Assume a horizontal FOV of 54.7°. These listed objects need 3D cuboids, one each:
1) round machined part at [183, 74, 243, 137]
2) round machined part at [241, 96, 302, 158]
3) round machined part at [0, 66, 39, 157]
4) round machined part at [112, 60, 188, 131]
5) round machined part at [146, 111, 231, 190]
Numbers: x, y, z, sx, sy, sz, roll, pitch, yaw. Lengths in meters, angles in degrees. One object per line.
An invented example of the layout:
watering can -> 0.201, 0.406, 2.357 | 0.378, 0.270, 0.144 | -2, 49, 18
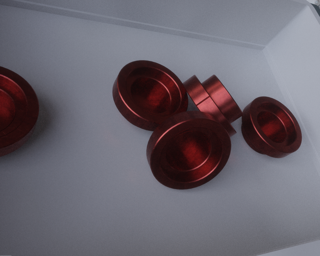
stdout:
round machined part -> 0.076, -0.034, 0.422 | 0.098, 0.042, 0.098 | 52, 11, -14
round machined part -> 0.167, 0.003, 0.483 | 0.099, 0.042, 0.098 | 14, 56, -21
round machined part -> -0.175, -0.013, 0.308 | 0.099, 0.042, 0.098 | 14, 56, -21
round machined part -> -0.016, -0.038, 0.409 | 0.099, 0.042, 0.098 | 14, 56, -21
round machined part -> 0.031, 0.023, 0.372 | 0.099, 0.097, 0.042 | 11, 25, -23
